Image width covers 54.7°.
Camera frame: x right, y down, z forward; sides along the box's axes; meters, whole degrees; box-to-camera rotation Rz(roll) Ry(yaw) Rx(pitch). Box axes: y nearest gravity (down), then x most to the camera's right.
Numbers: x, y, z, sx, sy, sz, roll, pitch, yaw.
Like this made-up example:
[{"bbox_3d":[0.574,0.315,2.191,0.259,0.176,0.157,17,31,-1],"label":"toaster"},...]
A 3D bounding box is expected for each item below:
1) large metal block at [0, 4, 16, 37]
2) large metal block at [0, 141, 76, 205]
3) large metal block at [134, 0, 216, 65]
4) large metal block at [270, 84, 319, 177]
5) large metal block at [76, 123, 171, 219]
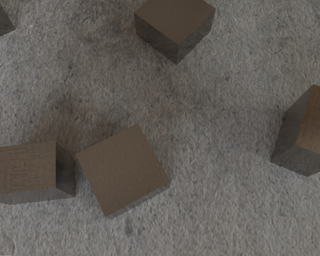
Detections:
[{"bbox_3d":[-0.276,-0.171,0.454,0.080,0.050,0.080,-31,73,-11],"label":"large metal block"},{"bbox_3d":[-0.148,0.055,0.357,0.081,0.080,0.050,-6,70,-3],"label":"large metal block"},{"bbox_3d":[0.021,-0.154,0.451,0.080,0.050,0.080,40,74,13],"label":"large metal block"},{"bbox_3d":[0.184,0.006,0.379,0.050,0.080,0.080,22,72,7],"label":"large metal block"},{"bbox_3d":[-0.043,0.053,0.375,0.080,0.050,0.080,-27,73,-10],"label":"large metal block"}]
